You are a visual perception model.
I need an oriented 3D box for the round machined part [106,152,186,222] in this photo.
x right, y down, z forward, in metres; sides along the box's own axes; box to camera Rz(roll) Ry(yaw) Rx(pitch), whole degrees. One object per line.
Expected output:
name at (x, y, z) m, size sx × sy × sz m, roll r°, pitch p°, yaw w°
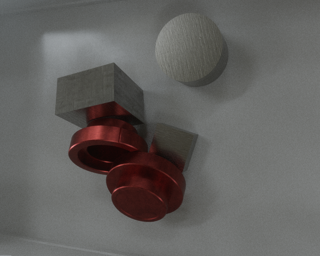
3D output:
round machined part at (-0.020, 0.078, 0.381) m, size 0.098 × 0.042 × 0.097 m, roll 9°, pitch 132°, yaw 10°

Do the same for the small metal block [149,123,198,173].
small metal block at (0.017, 0.025, 0.404) m, size 0.050 × 0.025 × 0.050 m, roll 18°, pitch 96°, yaw 18°

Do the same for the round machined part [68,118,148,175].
round machined part at (-0.065, 0.022, 0.402) m, size 0.098 × 0.098 × 0.042 m, roll -10°, pitch 55°, yaw 19°

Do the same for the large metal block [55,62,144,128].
large metal block at (-0.074, -0.034, 0.400) m, size 0.080 × 0.080 × 0.050 m, roll -11°, pitch 68°, yaw 19°

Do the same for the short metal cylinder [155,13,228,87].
short metal cylinder at (0.041, -0.093, 0.382) m, size 0.080 × 0.050 × 0.079 m, roll 0°, pitch 90°, yaw 19°
